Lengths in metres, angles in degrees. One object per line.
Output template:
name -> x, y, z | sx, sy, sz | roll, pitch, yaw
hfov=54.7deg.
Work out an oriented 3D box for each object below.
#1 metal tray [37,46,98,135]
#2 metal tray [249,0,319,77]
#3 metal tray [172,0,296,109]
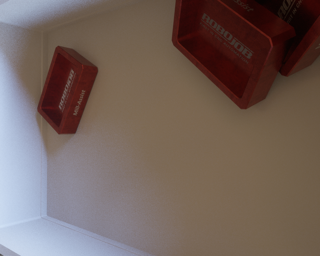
metal tray -> -0.164, -0.065, 0.539 | 0.090, 0.030, 0.129 | 38, 113, 33
metal tray -> 0.111, -0.112, 0.252 | 0.030, 0.130, 0.090 | -27, 72, -9
metal tray -> 0.065, -0.093, 0.319 | 0.130, 0.030, 0.090 | 50, 155, 28
